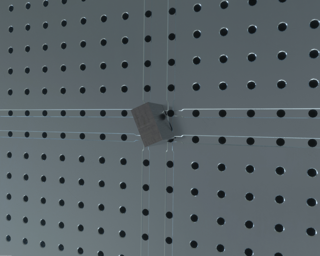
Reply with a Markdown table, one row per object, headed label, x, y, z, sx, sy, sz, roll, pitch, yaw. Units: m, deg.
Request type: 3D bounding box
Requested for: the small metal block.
| label | x | y | z | sx | sy | sz | roll | pitch | yaw |
| --- | --- | --- | --- | --- | --- | --- | --- | --- | --- |
| small metal block | -0.008 | -0.004 | 0.402 | 0.025 | 0.050 | 0.050 | -24 | 83 | 18 |
